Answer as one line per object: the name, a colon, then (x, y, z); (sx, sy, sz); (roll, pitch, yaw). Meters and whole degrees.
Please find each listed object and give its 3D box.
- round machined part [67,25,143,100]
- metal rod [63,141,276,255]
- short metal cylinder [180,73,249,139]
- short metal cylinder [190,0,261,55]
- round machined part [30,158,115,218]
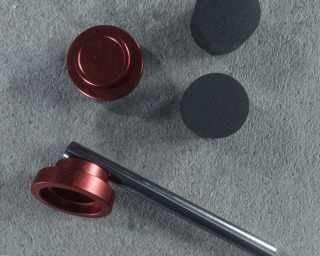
round machined part: (-0.071, -0.085, 0.401); (0.099, 0.042, 0.097); (0, 90, -1)
metal rod: (0.013, 0.098, 0.410); (0.301, 0.025, 0.025); (28, 90, -1)
short metal cylinder: (0.067, -0.027, 0.398); (0.081, 0.050, 0.079); (0, 90, -1)
short metal cylinder: (0.082, -0.140, 0.399); (0.081, 0.050, 0.079); (0, 90, -1)
round machined part: (-0.102, 0.072, 0.382); (0.099, 0.097, 0.042); (13, 54, -1)
